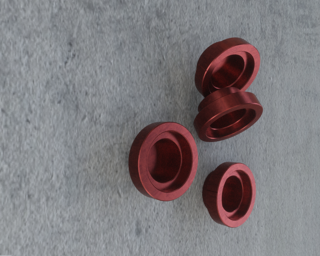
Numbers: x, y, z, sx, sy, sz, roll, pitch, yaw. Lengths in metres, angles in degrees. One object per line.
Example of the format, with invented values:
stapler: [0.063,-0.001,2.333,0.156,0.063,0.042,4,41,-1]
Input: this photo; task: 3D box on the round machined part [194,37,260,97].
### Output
round machined part: [0.093,-0.087,0.453,0.099,0.042,0.097,-18,137,-18]

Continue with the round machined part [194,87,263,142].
round machined part: [0.094,-0.023,0.451,0.099,0.098,0.042,5,53,-40]

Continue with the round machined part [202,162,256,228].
round machined part: [0.104,0.101,0.484,0.099,0.042,0.097,0,90,-40]

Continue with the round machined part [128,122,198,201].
round machined part: [0.000,0.041,0.396,0.099,0.042,0.097,0,90,-40]
